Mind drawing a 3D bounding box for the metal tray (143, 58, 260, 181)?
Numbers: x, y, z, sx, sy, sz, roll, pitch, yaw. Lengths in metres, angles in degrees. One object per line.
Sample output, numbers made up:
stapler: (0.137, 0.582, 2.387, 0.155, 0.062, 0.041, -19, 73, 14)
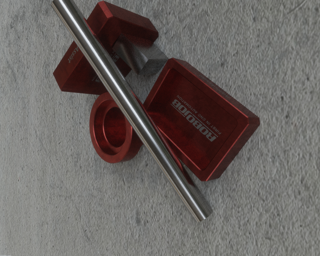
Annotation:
metal tray: (0.040, -0.012, 0.369, 0.130, 0.030, 0.089, 45, 117, 30)

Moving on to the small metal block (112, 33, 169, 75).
small metal block: (-0.024, -0.096, 0.402, 0.050, 0.050, 0.025, 47, 121, 13)

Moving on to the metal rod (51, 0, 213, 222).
metal rod: (-0.031, -0.021, 0.361, 0.025, 0.025, 0.299, -32, 92, 35)

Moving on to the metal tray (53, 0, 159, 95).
metal tray: (-0.074, -0.100, 0.422, 0.129, 0.091, 0.030, -45, 64, 30)

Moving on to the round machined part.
round machined part: (-0.054, -0.002, 0.433, 0.098, 0.042, 0.097, 5, 96, 45)
